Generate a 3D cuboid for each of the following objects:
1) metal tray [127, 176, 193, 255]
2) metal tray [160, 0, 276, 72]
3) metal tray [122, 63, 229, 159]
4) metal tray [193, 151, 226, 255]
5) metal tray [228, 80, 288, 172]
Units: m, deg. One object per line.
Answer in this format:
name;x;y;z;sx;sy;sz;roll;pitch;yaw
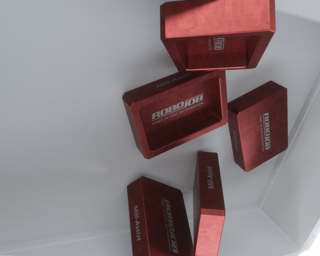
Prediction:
metal tray;0.002;0.139;0.429;0.030;0.130;0.090;-37;134;29
metal tray;0.056;-0.086;0.306;0.090;0.130;0.030;-1;88;10
metal tray;0.025;-0.024;0.405;0.131;0.030;0.089;-23;127;-15
metal tray;0.067;0.105;0.446;0.030;0.130;0.089;4;121;3
metal tray;0.158;0.000;0.495;0.091;0.030;0.129;-28;128;-11
